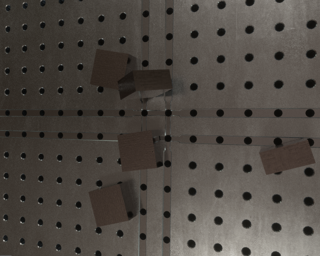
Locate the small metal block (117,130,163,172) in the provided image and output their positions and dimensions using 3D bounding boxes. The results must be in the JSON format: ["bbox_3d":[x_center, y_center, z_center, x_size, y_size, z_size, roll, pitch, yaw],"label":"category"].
[{"bbox_3d":[-0.027,0.031,0.421,0.050,0.025,0.050,-9,87,19],"label":"small metal block"}]

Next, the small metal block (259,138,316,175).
[{"bbox_3d":[0.142,0.031,0.349,0.050,0.050,0.025,-18,84,19],"label":"small metal block"}]

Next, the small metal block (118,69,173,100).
[{"bbox_3d":[-0.020,-0.055,0.394,0.050,0.050,0.025,-15,84,61],"label":"small metal block"}]

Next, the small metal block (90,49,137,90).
[{"bbox_3d":[-0.066,-0.080,0.435,0.050,0.025,0.050,13,94,19],"label":"small metal block"}]

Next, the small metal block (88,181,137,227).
[{"bbox_3d":[-0.067,0.107,0.435,0.050,0.025,0.050,-17,85,19],"label":"small metal block"}]
